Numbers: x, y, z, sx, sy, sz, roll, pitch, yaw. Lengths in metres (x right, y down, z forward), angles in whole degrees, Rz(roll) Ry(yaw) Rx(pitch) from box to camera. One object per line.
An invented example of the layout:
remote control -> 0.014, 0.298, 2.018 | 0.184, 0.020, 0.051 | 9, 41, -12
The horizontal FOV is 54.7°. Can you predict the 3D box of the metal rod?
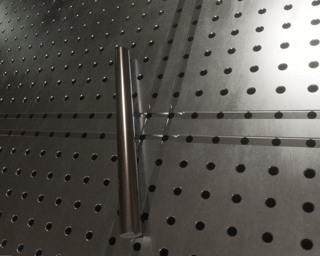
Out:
metal rod -> -0.048, -0.002, 0.433 | 0.025, 0.025, 0.299 | -19, 54, 17
